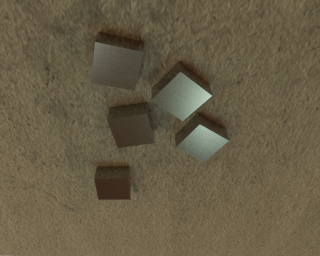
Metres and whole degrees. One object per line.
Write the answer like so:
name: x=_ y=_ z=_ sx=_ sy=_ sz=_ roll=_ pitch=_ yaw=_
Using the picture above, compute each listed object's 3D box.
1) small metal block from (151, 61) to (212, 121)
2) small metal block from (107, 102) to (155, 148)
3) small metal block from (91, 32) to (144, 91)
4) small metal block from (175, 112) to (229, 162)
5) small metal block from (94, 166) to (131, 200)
small metal block: x=0.025 y=-0.043 z=0.371 sx=0.050 sy=0.025 sz=0.050 roll=33 pitch=123 yaw=-25
small metal block: x=-0.036 y=-0.003 z=0.404 sx=0.050 sy=0.025 sz=0.050 roll=-8 pitch=130 yaw=6
small metal block: x=-0.047 y=-0.073 z=0.344 sx=0.050 sy=0.025 sz=0.050 roll=10 pitch=130 yaw=-9
small metal block: x=0.056 y=0.014 z=0.420 sx=0.050 sy=0.025 sz=0.050 roll=28 pitch=125 yaw=-22
small metal block: x=-0.071 y=0.085 z=0.479 sx=0.050 sy=0.025 sz=0.050 roll=0 pitch=130 yaw=-1
